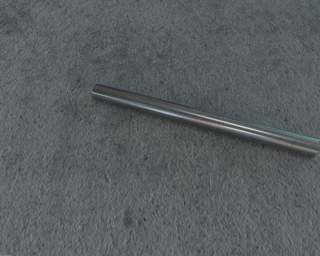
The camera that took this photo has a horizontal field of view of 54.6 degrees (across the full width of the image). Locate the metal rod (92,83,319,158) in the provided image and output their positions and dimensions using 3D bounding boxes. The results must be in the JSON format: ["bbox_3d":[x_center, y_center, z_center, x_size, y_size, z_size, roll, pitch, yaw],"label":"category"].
[{"bbox_3d":[0.050,-0.014,0.414,0.301,0.025,0.025,15,52,12],"label":"metal rod"}]
